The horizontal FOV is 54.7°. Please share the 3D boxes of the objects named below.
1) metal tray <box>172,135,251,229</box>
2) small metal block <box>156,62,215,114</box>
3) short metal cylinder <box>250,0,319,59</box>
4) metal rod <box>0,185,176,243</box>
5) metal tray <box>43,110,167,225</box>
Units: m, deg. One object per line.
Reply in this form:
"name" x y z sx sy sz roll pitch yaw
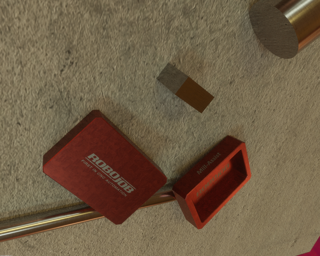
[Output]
"metal tray" 0.086 0.084 0.485 0.131 0.030 0.090 -39 131 -20
"small metal block" 0.031 -0.049 0.379 0.050 0.050 0.025 30 101 -38
"short metal cylinder" 0.157 -0.132 0.377 0.050 0.080 0.080 -38 130 -3
"metal rod" -0.093 0.115 0.428 0.303 0.025 0.025 -7 122 -25
"metal tray" -0.065 0.052 0.385 0.090 0.030 0.130 -43 118 1
